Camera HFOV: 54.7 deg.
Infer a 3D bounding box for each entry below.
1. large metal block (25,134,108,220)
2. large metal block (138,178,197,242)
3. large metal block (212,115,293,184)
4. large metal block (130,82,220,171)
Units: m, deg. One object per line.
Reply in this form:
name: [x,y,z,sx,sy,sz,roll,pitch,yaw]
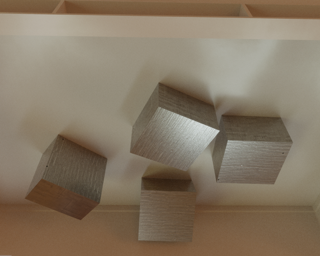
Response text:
large metal block: [-0.126,0.068,0.429,0.080,0.080,0.050,31,123,-24]
large metal block: [0.009,0.125,0.478,0.081,0.050,0.079,3,101,-3]
large metal block: [0.120,0.030,0.421,0.081,0.050,0.079,2,130,-3]
large metal block: [0.016,0.001,0.394,0.080,0.050,0.079,21,127,-17]
